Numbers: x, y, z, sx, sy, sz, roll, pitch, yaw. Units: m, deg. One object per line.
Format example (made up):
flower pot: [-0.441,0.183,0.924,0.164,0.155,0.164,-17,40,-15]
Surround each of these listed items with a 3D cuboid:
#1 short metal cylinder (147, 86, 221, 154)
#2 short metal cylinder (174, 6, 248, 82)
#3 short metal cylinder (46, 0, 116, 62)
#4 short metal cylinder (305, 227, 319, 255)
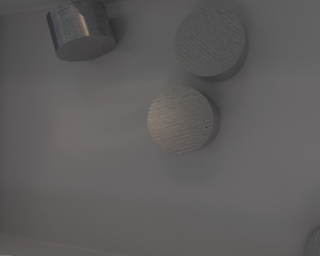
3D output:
short metal cylinder: [0.031,-0.010,0.386,0.080,0.050,0.080,0,90,20]
short metal cylinder: [0.063,-0.098,0.375,0.080,0.050,0.080,0,90,20]
short metal cylinder: [-0.106,-0.129,0.419,0.080,0.080,0.050,-18,84,19]
short metal cylinder: [0.194,0.136,0.316,0.080,0.050,0.080,-6,69,17]
